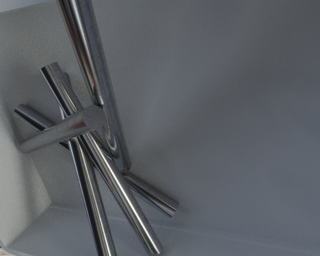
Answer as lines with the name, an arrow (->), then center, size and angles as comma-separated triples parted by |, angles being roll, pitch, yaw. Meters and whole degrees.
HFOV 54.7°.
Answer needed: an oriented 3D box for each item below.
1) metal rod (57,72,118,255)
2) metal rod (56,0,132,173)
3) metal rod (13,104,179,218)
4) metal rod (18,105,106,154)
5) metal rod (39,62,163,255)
metal rod -> -0.102, 0.069, 0.429 | 0.025, 0.025, 0.298 | -18, 86, 35
metal rod -> -0.060, -0.022, 0.347 | 0.025, 0.025, 0.299 | 22, 151, 15
metal rod -> -0.104, 0.049, 0.491 | 0.301, 0.025, 0.025 | 32, 128, 7
metal rod -> -0.154, 0.011, 0.435 | 0.299, 0.025, 0.025 | -15, 112, 53
metal rod -> -0.075, 0.051, 0.426 | 0.025, 0.025, 0.299 | -20, 103, 35
